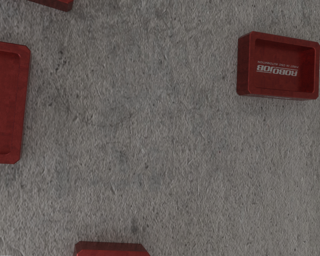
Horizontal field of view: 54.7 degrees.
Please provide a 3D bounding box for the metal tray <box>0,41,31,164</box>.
[{"bbox_3d":[-0.194,-0.029,0.334,0.091,0.030,0.129,6,88,-20],"label":"metal tray"}]

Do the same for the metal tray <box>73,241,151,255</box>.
[{"bbox_3d":[-0.068,0.211,0.381,0.091,0.030,0.129,11,86,-20],"label":"metal tray"}]

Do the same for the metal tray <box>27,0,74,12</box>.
[{"bbox_3d":[-0.135,-0.212,0.355,0.091,0.030,0.129,11,86,-20],"label":"metal tray"}]

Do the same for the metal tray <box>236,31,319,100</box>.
[{"bbox_3d":[0.182,-0.091,0.473,0.131,0.030,0.089,2,89,-20],"label":"metal tray"}]
